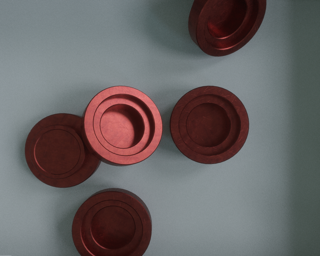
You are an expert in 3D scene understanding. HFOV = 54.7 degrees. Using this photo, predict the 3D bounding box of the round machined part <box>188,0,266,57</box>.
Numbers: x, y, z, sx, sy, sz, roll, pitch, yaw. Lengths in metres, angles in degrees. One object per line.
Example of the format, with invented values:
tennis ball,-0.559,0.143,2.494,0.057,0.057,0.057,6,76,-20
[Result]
round machined part,0.078,-0.142,0.386,0.098,0.098,0.042,-32,51,0

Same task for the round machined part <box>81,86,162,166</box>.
round machined part,-0.050,0.000,0.390,0.099,0.042,0.098,5,77,-23

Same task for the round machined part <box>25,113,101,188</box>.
round machined part,-0.127,0.029,0.401,0.099,0.042,0.097,0,90,-1

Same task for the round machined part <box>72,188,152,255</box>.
round machined part,-0.060,0.126,0.402,0.099,0.042,0.097,0,90,-1

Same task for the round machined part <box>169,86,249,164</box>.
round machined part,0.061,-0.004,0.404,0.099,0.042,0.097,0,90,-1
